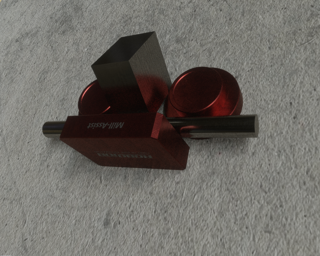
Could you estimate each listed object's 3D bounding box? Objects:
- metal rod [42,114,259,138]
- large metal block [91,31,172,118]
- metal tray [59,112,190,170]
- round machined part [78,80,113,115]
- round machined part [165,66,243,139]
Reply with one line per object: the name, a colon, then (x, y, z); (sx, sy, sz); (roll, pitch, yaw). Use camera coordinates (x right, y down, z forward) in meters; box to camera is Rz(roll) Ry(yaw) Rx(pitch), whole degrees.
metal rod: (-0.032, 0.000, 0.394); (0.300, 0.025, 0.025); (-1, 61, 27)
large metal block: (-0.030, -0.064, 0.390); (0.050, 0.080, 0.080); (-2, 37, 26)
metal tray: (-0.041, 0.018, 0.372); (0.130, 0.090, 0.030); (-1, 62, 27)
round machined part: (-0.080, -0.036, 0.454); (0.098, 0.042, 0.098); (-13, 56, 20)
round machined part: (0.050, -0.038, 0.389); (0.098, 0.042, 0.098); (-13, 56, 20)
